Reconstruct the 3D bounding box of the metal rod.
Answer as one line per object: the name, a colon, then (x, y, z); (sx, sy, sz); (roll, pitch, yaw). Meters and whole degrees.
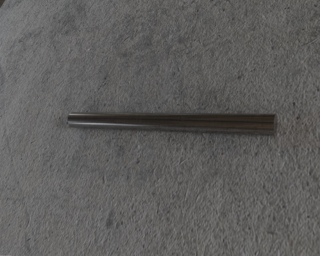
metal rod: (-0.004, -0.008, 0.413); (0.300, 0.025, 0.025); (2, 63, 29)
